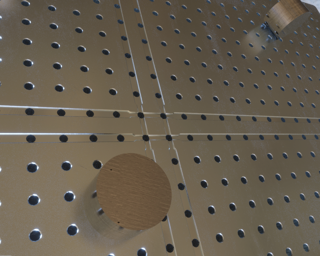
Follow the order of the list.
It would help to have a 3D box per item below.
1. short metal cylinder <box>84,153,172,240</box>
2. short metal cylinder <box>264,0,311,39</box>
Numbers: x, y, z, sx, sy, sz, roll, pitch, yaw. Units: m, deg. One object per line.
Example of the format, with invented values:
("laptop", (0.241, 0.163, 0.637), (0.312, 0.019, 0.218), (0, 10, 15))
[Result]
("short metal cylinder", (-0.035, 0.073, 0.330), (0.081, 0.050, 0.080), (14, 56, -21))
("short metal cylinder", (0.275, -0.241, 0.671), (0.081, 0.080, 0.050), (-22, 74, -36))
